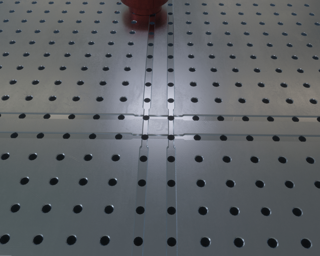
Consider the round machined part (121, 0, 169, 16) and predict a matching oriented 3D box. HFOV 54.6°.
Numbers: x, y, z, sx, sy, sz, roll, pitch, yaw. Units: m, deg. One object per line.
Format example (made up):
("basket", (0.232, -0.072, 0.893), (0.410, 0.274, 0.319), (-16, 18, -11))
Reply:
("round machined part", (-0.030, -0.260, 0.615), (0.099, 0.042, 0.098), (0, 50, 0))
